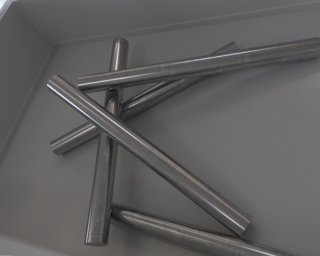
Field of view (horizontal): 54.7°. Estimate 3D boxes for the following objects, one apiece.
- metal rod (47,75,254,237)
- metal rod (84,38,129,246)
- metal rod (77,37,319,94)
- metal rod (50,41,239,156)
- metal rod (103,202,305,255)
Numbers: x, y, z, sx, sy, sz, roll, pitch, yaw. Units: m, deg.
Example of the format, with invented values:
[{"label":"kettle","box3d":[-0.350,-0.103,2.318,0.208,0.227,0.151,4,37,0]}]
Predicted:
[{"label":"metal rod","box3d":[-0.029,0.018,0.361,0.300,0.025,0.025,35,81,23]},{"label":"metal rod","box3d":[-0.065,-0.004,0.408,0.025,0.025,0.299,-12,56,22]},{"label":"metal rod","box3d":[0.041,-0.077,0.394,0.301,0.025,0.025,-7,58,10]},{"label":"metal rod","box3d":[-0.027,-0.037,0.442,0.300,0.025,0.025,-28,52,10]},{"label":"metal rod","box3d":[0.066,0.116,0.299,0.300,0.025,0.025,6,65,31]}]
